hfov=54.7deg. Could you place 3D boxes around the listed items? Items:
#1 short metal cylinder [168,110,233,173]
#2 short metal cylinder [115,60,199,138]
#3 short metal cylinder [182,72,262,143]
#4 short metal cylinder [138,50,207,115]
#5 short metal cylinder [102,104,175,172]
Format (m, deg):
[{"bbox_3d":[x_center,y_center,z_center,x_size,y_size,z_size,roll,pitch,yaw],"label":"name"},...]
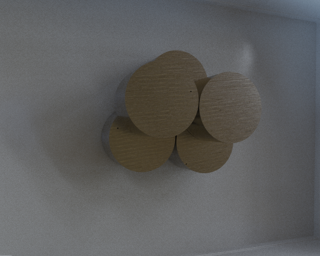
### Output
[{"bbox_3d":[0.049,0.017,0.413,0.081,0.050,0.080,0,90,-20],"label":"short metal cylinder"},{"bbox_3d":[-0.005,-0.030,0.340,0.081,0.050,0.080,0,90,-20],"label":"short metal cylinder"},{"bbox_3d":[0.071,-0.023,0.367,0.081,0.050,0.080,0,90,-20],"label":"short metal cylinder"},{"bbox_3d":[0.014,-0.055,0.401,0.081,0.050,0.080,0,90,-20],"label":"short metal cylinder"},{"bbox_3d":[-0.028,0.012,0.385,0.081,0.050,0.080,0,90,-20],"label":"short metal cylinder"}]
